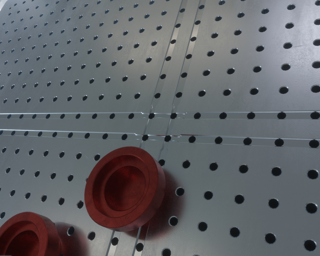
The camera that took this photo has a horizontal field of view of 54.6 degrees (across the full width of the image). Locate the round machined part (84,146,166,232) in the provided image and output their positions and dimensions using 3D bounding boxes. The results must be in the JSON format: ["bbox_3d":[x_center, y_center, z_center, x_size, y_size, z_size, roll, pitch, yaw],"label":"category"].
[{"bbox_3d":[-0.038,0.075,0.372,0.098,0.042,0.098,-13,56,21],"label":"round machined part"}]

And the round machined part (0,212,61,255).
[{"bbox_3d":[-0.166,0.159,0.388,0.098,0.042,0.098,-13,56,21],"label":"round machined part"}]
